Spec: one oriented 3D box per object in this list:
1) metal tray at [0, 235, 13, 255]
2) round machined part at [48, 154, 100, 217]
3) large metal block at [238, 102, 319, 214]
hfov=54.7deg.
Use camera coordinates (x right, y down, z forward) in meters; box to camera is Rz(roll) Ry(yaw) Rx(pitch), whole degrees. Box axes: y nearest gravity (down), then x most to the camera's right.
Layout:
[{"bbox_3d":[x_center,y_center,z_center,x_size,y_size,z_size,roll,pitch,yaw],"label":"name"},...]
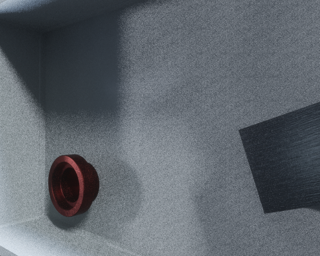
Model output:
[{"bbox_3d":[-0.384,0.328,0.718,0.090,0.030,0.129,34,111,34],"label":"metal tray"},{"bbox_3d":[-0.137,0.091,0.506,0.098,0.042,0.097,0,90,39],"label":"round machined part"},{"bbox_3d":[0.130,0.027,0.283,0.080,0.050,0.080,-23,76,37],"label":"large metal block"}]
